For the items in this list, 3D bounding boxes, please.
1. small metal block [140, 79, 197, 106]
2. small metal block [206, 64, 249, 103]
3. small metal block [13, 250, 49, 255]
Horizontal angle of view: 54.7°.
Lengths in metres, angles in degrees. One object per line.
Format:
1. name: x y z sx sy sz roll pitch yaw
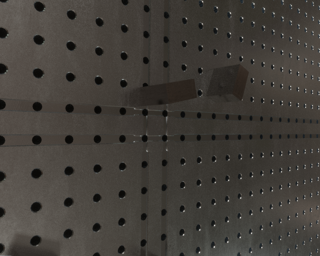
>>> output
1. small metal block: 0.011 -0.046 0.404 0.050 0.050 0.025 -16 101 -39
2. small metal block: 0.105 -0.068 0.484 0.025 0.050 0.050 28 72 -37
3. small metal block: -0.126 0.154 0.305 0.050 0.025 0.050 30 71 -36
